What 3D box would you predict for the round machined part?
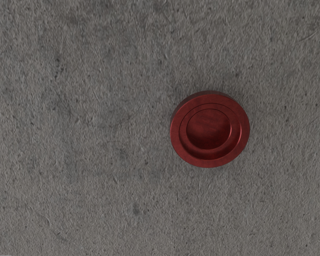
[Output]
[{"bbox_3d":[0.062,-0.001,0.401,0.099,0.042,0.097,0,110,0],"label":"round machined part"}]
